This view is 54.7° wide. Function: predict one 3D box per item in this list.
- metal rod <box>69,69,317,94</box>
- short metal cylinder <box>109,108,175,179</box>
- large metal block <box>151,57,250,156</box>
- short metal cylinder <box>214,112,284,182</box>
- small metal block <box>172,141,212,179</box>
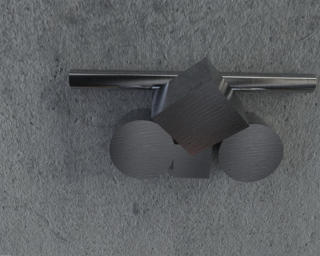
[{"bbox_3d":[0.041,-0.059,0.389,0.302,0.025,0.025,1,110,-1],"label":"metal rod"},{"bbox_3d":[-0.022,0.019,0.404,0.081,0.050,0.079,0,110,0],"label":"short metal cylinder"},{"bbox_3d":[0.047,-0.023,0.371,0.080,0.050,0.080,-31,124,24],"label":"large metal block"},{"bbox_3d":[0.113,0.024,0.407,0.081,0.050,0.079,0,110,0],"label":"short metal cylinder"},{"bbox_3d":[0.043,0.041,0.427,0.050,0.025,0.050,2,110,-1],"label":"small metal block"}]
